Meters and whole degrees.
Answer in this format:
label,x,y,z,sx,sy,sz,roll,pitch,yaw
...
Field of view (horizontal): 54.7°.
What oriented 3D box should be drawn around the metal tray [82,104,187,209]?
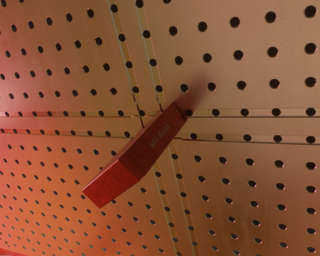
label,x,y,z,sx,sy,sz,roll,pitch,yaw
metal tray,-0.027,0.030,0.375,0.030,0.131,0.090,47,129,-4
